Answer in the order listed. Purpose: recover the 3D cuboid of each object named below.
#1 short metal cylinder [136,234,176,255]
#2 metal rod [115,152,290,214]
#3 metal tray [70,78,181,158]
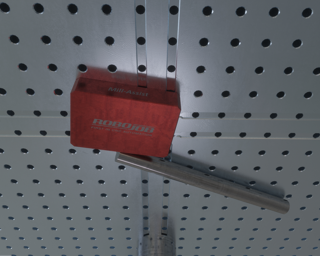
[{"bbox_3d":[-0.008,0.254,0.612,0.081,0.050,0.079,0,130,0],"label":"short metal cylinder"},{"bbox_3d":[0.076,0.085,0.485,0.302,0.025,0.025,20,127,-17],"label":"metal rod"},{"bbox_3d":[-0.046,-0.010,0.400,0.131,0.030,0.089,8,130,-7],"label":"metal tray"}]
